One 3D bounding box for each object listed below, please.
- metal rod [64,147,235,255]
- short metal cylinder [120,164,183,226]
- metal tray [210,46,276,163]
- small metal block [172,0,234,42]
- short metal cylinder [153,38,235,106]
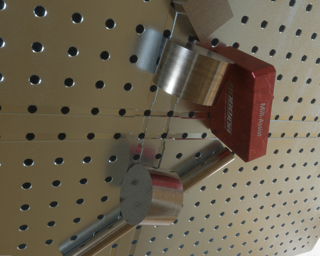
[{"bbox_3d":[-0.014,0.122,0.478,0.301,0.025,0.025,-33,129,-7],"label":"metal rod"},{"bbox_3d":[-0.013,0.093,0.426,0.050,0.080,0.080,15,111,-35],"label":"short metal cylinder"},{"bbox_3d":[0.102,-0.031,0.405,0.030,0.090,0.129,-19,126,-17],"label":"metal tray"},{"bbox_3d":[0.050,-0.136,0.354,0.050,0.025,0.050,-39,129,-2],"label":"small metal block"},{"bbox_3d":[0.038,-0.066,0.356,0.081,0.080,0.050,7,115,-32],"label":"short metal cylinder"}]
